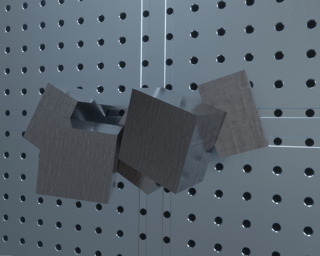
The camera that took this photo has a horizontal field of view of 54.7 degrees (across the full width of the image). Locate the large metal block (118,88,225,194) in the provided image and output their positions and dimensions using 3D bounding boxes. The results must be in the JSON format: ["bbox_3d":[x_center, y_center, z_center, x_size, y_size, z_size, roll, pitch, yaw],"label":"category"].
[{"bbox_3d":[0.009,0.008,0.321,0.080,0.050,0.079,26,112,33],"label":"large metal block"}]

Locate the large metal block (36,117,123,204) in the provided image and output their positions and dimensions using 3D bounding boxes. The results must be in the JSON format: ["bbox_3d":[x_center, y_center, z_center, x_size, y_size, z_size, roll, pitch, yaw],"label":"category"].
[{"bbox_3d":[-0.091,0.035,0.360,0.081,0.050,0.079,9,100,-2],"label":"large metal block"}]

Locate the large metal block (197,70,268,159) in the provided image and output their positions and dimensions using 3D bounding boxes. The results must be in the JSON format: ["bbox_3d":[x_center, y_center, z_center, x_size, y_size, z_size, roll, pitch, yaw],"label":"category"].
[{"bbox_3d":[0.086,-0.014,0.352,0.050,0.080,0.080,-17,85,19],"label":"large metal block"}]

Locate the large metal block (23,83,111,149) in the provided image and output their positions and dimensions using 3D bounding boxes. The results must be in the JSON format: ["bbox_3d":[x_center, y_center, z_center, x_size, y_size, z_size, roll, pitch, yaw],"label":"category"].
[{"bbox_3d":[-0.125,-0.010,0.425,0.050,0.080,0.080,31,100,17],"label":"large metal block"}]

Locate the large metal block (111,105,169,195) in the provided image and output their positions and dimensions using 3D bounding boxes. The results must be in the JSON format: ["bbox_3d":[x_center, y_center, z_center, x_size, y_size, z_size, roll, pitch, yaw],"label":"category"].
[{"bbox_3d":[-0.018,0.026,0.404,0.080,0.050,0.080,34,101,16],"label":"large metal block"}]
